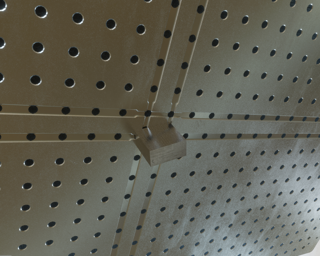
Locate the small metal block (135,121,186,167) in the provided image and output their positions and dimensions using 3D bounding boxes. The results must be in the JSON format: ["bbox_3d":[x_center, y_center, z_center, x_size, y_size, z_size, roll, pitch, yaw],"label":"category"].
[{"bbox_3d":[0.000,0.020,0.407,0.050,0.050,0.025,-16,125,-19],"label":"small metal block"}]
